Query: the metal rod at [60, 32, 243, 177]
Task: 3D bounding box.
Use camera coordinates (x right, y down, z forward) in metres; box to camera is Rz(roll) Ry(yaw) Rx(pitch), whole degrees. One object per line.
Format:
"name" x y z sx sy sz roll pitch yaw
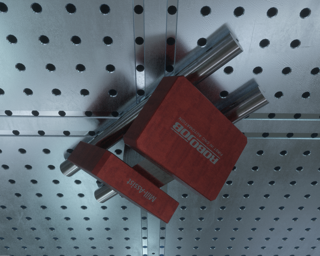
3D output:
"metal rod" -0.028 -0.016 0.398 0.299 0.025 0.025 -35 122 25

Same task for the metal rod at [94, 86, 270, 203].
"metal rod" 0.015 0.035 0.442 0.299 0.025 0.025 -34 123 25

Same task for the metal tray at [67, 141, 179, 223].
"metal tray" -0.047 0.069 0.399 0.130 0.030 0.090 42 162 -30

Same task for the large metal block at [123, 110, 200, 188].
"large metal block" 0.000 0.023 0.394 0.080 0.080 0.050 -34 122 25

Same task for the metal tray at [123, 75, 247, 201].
"metal tray" 0.035 0.014 0.352 0.130 0.030 0.090 39 76 -29
